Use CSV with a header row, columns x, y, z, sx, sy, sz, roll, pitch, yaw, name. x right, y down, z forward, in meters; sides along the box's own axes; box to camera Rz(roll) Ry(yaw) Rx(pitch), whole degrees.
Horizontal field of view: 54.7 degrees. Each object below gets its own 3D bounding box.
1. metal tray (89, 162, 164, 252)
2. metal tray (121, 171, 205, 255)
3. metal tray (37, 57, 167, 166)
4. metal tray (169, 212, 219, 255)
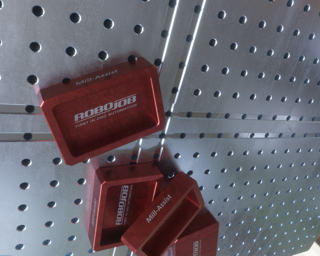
x,y,z,sx,sy,sz,roll,pitch,yaw,name
-0.052,0.115,0.452,0.091,0.030,0.129,-3,120,-27,metal tray
0.010,0.138,0.466,0.130,0.030,0.090,-46,144,-18,metal tray
-0.062,-0.019,0.363,0.131,0.030,0.089,-22,127,-16,metal tray
0.062,0.226,0.585,0.091,0.030,0.129,-16,125,-20,metal tray
